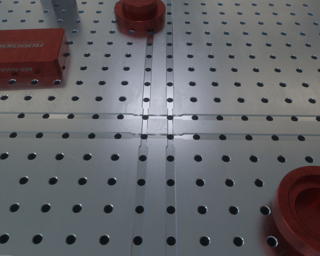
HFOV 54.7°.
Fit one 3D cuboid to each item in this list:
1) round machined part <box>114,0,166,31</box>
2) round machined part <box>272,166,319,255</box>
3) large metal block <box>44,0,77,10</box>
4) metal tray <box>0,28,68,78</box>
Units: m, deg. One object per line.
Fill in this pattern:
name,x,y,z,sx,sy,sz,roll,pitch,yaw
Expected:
round machined part,-0.038,-0.230,0.590,0.099,0.042,0.098,0,50,0
round machined part,0.166,0.091,0.321,0.099,0.042,0.098,0,50,0
large metal block,-0.217,-0.297,0.620,0.050,0.080,0.080,-30,56,-22
metal tray,-0.224,-0.124,0.507,0.131,0.030,0.090,-3,50,-3
